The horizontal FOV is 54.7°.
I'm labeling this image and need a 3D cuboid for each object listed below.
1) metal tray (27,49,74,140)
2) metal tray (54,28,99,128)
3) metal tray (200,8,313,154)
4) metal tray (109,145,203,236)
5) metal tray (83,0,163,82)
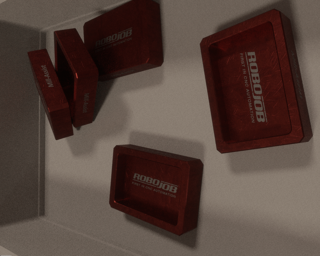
[{"bbox_3d":[-0.182,-0.056,0.516,0.130,0.030,0.089,61,156,26],"label":"metal tray"},{"bbox_3d":[-0.129,-0.072,0.470,0.090,0.030,0.129,59,151,22],"label":"metal tray"},{"bbox_3d":[0.096,-0.043,0.323,0.090,0.030,0.129,-13,82,39],"label":"metal tray"},{"bbox_3d":[-0.010,0.076,0.409,0.130,0.030,0.089,9,96,39],"label":"metal tray"},{"bbox_3d":[-0.057,-0.123,0.449,0.130,0.030,0.089,-6,86,39],"label":"metal tray"}]
